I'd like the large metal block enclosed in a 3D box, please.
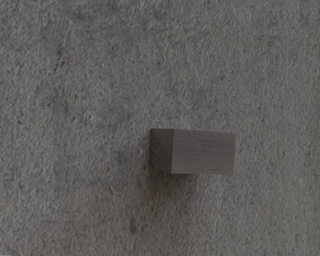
[{"bbox_3d":[0.038,0.028,0.395,0.081,0.080,0.050,4,89,-20],"label":"large metal block"}]
